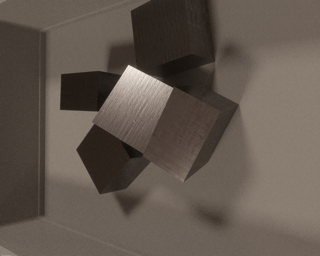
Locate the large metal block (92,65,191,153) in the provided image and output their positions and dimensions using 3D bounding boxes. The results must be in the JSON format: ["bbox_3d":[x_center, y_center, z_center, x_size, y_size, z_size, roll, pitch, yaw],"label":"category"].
[{"bbox_3d":[-0.019,-0.016,0.373,0.080,0.050,0.080,30,85,18],"label":"large metal block"}]

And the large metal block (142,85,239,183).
[{"bbox_3d":[0.036,0.001,0.333,0.050,0.080,0.079,31,110,18],"label":"large metal block"}]

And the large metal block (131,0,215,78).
[{"bbox_3d":[0.015,-0.112,0.377,0.080,0.050,0.080,-11,83,39],"label":"large metal block"}]

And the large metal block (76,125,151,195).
[{"bbox_3d":[-0.064,0.035,0.441,0.080,0.050,0.080,-50,61,28],"label":"large metal block"}]

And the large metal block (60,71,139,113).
[{"bbox_3d":[-0.082,-0.048,0.436,0.080,0.081,0.050,4,93,39],"label":"large metal block"}]
